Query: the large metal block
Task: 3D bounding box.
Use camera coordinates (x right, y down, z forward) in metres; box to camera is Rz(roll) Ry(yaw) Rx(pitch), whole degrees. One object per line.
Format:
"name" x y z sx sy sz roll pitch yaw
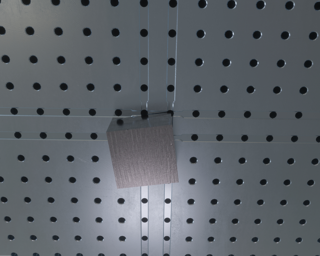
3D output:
"large metal block" -0.020 0.029 0.410 0.080 0.050 0.080 -6 110 2
